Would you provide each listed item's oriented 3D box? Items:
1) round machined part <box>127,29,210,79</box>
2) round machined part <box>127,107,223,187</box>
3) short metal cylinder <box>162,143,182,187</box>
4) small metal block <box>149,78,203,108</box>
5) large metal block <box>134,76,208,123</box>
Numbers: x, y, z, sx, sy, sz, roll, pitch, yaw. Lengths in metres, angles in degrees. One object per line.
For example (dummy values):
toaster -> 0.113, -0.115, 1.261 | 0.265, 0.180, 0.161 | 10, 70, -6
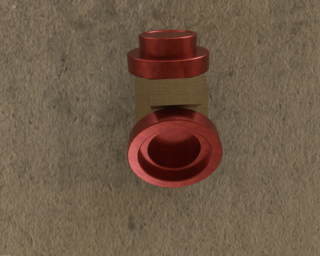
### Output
round machined part -> 0.010, -0.092, 0.371 | 0.099, 0.098, 0.042 | -2, 115, -1
round machined part -> 0.015, 0.017, 0.337 | 0.099, 0.042, 0.097 | -1, 129, -1
short metal cylinder -> 0.013, 0.033, 0.400 | 0.081, 0.050, 0.079 | 0, 90, -1
small metal block -> 0.015, -0.034, 0.318 | 0.050, 0.050, 0.025 | -3, 90, 0
large metal block -> 0.012, -0.032, 0.383 | 0.081, 0.080, 0.050 | -2, 90, -1
